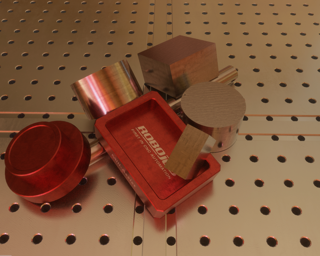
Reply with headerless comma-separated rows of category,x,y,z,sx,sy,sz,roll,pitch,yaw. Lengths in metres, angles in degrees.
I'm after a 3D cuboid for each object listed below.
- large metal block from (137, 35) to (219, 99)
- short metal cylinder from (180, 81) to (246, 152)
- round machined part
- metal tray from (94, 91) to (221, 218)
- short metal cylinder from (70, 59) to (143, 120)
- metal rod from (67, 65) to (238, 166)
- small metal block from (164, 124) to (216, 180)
large metal block,0.027,-0.093,0.455,0.081,0.050,0.080,-30,37,-23
short metal cylinder,0.066,-0.015,0.404,0.081,0.050,0.080,0,50,0
round machined part,-0.133,0.031,0.352,0.098,0.042,0.098,-8,55,13
metal tray,-0.005,0.026,0.364,0.091,0.030,0.130,-31,69,-23
short metal cylinder,-0.069,-0.051,0.407,0.080,0.050,0.080,-24,12,6
metal rod,-0.008,-0.014,0.421,0.302,0.025,0.025,-31,57,-23
small metal block,0.034,0.027,0.331,0.025,0.050,0.050,29,91,20
